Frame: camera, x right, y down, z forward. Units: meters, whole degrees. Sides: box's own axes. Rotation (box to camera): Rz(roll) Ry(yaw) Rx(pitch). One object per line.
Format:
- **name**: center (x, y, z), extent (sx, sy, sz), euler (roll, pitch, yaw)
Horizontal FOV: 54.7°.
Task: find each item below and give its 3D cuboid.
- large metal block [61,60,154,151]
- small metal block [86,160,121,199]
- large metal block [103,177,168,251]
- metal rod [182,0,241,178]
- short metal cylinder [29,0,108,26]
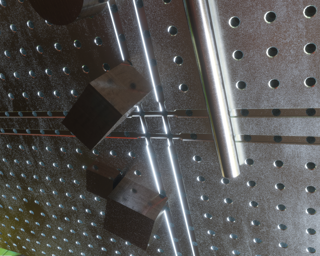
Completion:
- **large metal block**: center (-0.065, -0.029, 0.390), extent (0.050, 0.080, 0.080), euler (45, 129, -3)
- **small metal block**: center (-0.093, 0.088, 0.513), extent (0.050, 0.025, 0.050), euler (20, 126, 16)
- **large metal block**: center (-0.041, 0.138, 0.500), extent (0.080, 0.050, 0.079), euler (23, 127, 13)
- **metal rod**: center (0.052, -0.074, 0.337), extent (0.025, 0.025, 0.298), euler (-3, 117, 29)
- **short metal cylinder**: center (-0.104, -0.162, 0.348), extent (0.080, 0.050, 0.079), euler (13, 124, 20)
